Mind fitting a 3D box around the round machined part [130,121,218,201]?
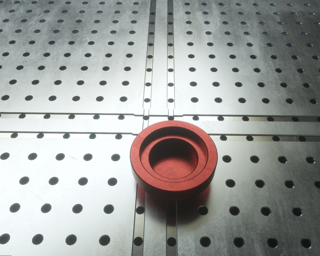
[{"bbox_3d":[0.016,0.041,0.363,0.099,0.042,0.098,0,50,0],"label":"round machined part"}]
